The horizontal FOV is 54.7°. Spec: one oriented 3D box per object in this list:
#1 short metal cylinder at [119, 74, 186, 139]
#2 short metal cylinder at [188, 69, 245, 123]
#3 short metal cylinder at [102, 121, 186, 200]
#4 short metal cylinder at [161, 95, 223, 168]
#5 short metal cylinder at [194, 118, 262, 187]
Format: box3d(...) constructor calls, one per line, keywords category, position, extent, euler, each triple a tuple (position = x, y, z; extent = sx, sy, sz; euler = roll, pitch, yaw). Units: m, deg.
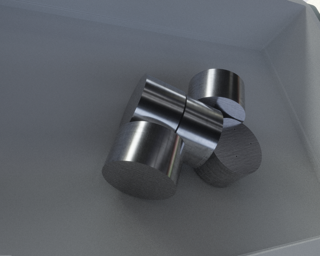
box3d(category="short metal cylinder", position=(-0.011, -0.019, 0.375), extent=(0.050, 0.080, 0.080), euler=(23, 53, -15))
box3d(category="short metal cylinder", position=(0.078, -0.037, 0.434), extent=(0.080, 0.080, 0.050), euler=(21, 54, -16))
box3d(category="short metal cylinder", position=(-0.016, 0.037, 0.338), extent=(0.080, 0.080, 0.050), euler=(26, 53, -13))
box3d(category="short metal cylinder", position=(0.035, 0.004, 0.387), extent=(0.050, 0.080, 0.080), euler=(24, 53, -14))
box3d(category="short metal cylinder", position=(0.088, 0.033, 0.416), extent=(0.081, 0.050, 0.080), euler=(14, 56, -21))
